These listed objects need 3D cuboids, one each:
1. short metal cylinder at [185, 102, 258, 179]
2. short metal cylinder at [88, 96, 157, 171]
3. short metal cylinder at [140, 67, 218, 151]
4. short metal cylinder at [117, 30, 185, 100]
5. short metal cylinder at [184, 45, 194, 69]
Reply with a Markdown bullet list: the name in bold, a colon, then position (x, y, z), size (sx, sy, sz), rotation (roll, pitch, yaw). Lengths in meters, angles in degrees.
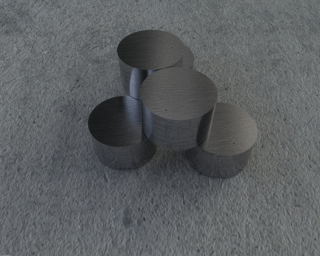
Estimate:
- **short metal cylinder**: position (0.072, 0.015, 0.376), size (0.080, 0.050, 0.080), rotation (0, 50, 0)
- **short metal cylinder**: position (-0.044, 0.006, 0.383), size (0.080, 0.050, 0.080), rotation (0, 50, 0)
- **short metal cylinder**: position (0.019, -0.022, 0.341), size (0.081, 0.050, 0.080), rotation (1, 50, 0)
- **short metal cylinder**: position (-0.011, -0.079, 0.389), size (0.080, 0.050, 0.080), rotation (0, 50, 0)
- **short metal cylinder**: position (0.009, -0.085, 0.460), size (0.080, 0.050, 0.080), rotation (0, 50, 0)
